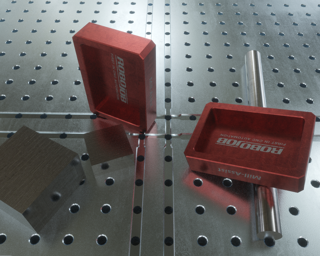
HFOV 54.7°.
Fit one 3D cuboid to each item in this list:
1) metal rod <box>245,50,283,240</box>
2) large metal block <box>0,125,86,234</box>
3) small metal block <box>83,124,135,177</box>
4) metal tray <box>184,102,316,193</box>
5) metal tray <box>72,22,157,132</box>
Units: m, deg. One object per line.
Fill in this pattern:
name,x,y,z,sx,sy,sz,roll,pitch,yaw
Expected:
metal rod,0.132,-0.004,0.412,0.025,0.025,0.300,6,50,5
large metal block,-0.144,0.055,0.344,0.080,0.050,0.080,24,54,18
small metal block,-0.063,0.027,0.384,0.050,0.025,0.050,-16,52,-13
metal tray,0.105,0.017,0.364,0.130,0.030,0.090,9,53,28
metal tray,-0.052,-0.058,0.388,0.090,0.129,0.030,20,53,16
